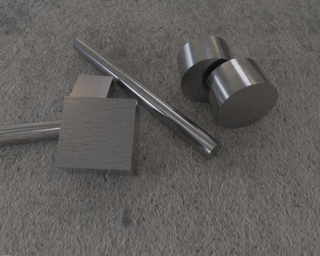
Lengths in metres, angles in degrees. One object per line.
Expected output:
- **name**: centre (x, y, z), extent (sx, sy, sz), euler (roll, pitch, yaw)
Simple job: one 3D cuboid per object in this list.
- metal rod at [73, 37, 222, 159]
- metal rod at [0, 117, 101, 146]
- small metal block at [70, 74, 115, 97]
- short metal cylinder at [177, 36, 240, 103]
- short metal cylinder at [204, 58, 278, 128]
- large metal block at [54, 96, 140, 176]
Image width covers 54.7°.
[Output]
- **metal rod**: centre (-0.034, -0.056, 0.450), extent (0.025, 0.025, 0.300), euler (-35, 59, -26)
- **metal rod**: centre (-0.222, 0.012, 0.391), extent (0.302, 0.025, 0.025), euler (-7, 51, -6)
- **small metal block**: centre (-0.096, -0.050, 0.444), extent (0.050, 0.025, 0.050), euler (5, 50, 4)
- **short metal cylinder**: centre (0.067, -0.082, 0.437), extent (0.081, 0.080, 0.050), euler (-3, 50, -3)
- **short metal cylinder**: centre (0.105, -0.045, 0.406), extent (0.081, 0.080, 0.050), euler (-11, 51, -9)
- **large metal block**: centre (-0.068, 0.011, 0.359), extent (0.080, 0.050, 0.080), euler (3, 74, 2)
